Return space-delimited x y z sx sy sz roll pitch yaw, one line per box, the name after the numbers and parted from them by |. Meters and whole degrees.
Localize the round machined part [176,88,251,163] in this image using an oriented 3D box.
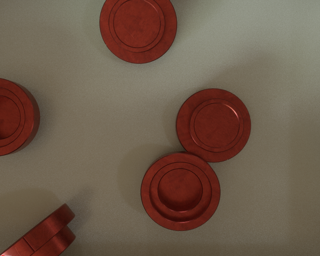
0.070 -0.003 0.404 0.099 0.042 0.097 0 90 -1 | round machined part

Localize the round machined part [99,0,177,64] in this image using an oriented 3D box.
-0.028 -0.130 0.390 0.099 0.042 0.097 0 106 0 | round machined part

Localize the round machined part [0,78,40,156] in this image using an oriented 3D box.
-0.204 -0.014 0.400 0.099 0.042 0.097 0 90 -1 | round machined part

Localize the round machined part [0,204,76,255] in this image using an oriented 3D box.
-0.142 0.139 0.373 0.098 0.098 0.042 -38 91 0 | round machined part

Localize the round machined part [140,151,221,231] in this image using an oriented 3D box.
0.026 0.078 0.401 0.099 0.042 0.097 0 93 1 | round machined part
